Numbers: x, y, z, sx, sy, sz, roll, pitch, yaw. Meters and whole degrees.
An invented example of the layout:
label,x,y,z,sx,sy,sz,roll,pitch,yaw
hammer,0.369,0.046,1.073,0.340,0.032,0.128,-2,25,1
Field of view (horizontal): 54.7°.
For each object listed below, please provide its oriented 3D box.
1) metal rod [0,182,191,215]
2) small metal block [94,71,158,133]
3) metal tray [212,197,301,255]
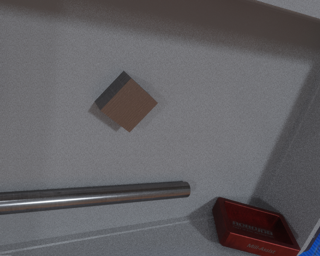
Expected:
label,x,y,z,sx,sy,sz,roll,pitch,yaw
metal rod,-0.089,0.093,0.418,0.303,0.025,0.025,2,117,-30
small metal block,-0.040,-0.031,0.369,0.050,0.025,0.050,-46,130,4
metal tray,0.161,0.173,0.533,0.131,0.090,0.030,17,114,-8
